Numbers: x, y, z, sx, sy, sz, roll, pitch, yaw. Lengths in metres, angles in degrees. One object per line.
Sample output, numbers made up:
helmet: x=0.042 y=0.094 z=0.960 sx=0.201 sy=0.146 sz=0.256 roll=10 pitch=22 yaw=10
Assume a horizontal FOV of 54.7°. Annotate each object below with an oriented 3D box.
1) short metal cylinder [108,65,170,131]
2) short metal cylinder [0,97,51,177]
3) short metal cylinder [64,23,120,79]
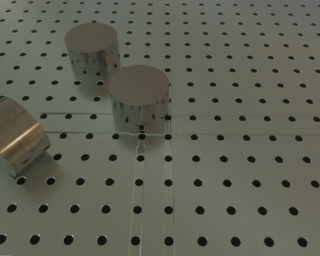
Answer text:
short metal cylinder: x=-0.027 y=-0.042 z=0.426 sx=0.081 sy=0.050 sz=0.080 roll=0 pitch=50 yaw=0
short metal cylinder: x=-0.176 y=0.010 z=0.361 sx=0.080 sy=0.080 sz=0.050 roll=29 pitch=56 yaw=22
short metal cylinder: x=-0.106 y=-0.124 z=0.495 sx=0.081 sy=0.050 sz=0.080 roll=0 pitch=50 yaw=0
